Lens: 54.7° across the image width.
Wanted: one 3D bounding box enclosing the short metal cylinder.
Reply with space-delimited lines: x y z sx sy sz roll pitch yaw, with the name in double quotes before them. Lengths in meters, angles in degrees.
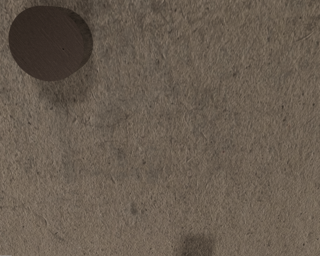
"short metal cylinder" -0.123 -0.098 0.358 0.081 0.050 0.079 0 110 -1
